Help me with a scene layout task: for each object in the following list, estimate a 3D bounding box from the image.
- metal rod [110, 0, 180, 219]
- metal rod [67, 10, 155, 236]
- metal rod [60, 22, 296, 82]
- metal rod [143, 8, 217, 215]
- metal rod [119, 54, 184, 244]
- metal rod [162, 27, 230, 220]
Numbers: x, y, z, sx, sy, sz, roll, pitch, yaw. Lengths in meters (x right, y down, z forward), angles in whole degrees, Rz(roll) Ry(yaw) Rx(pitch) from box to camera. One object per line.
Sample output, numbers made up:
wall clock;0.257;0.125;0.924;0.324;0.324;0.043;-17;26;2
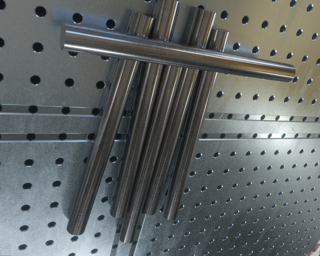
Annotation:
metal rod;-0.026;-0.007;0.392;0.025;0.025;0.298;1;118;-29
metal rod;-0.067;0.011;0.379;0.025;0.025;0.298;7;115;-32
metal rod;0.044;-0.079;0.353;0.302;0.025;0.025;2;118;-29
metal rod;0.018;-0.005;0.419;0.025;0.025;0.298;1;118;-29
metal rod;-0.017;0.042;0.427;0.025;0.025;0.298;1;118;-29
metal rod;0.044;0.011;0.442;0.025;0.025;0.298;-2;120;-27
